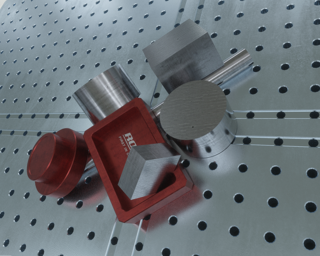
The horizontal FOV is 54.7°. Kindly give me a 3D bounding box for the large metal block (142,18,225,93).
[{"bbox_3d":[0.028,-0.097,0.422,0.080,0.050,0.080,-32,32,7],"label":"large metal block"}]

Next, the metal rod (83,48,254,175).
[{"bbox_3d":[-0.010,-0.013,0.424,0.300,0.025,0.025,-33,52,7],"label":"metal rod"}]

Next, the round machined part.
[{"bbox_3d":[-0.147,0.045,0.431,0.098,0.042,0.098,-22,54,35],"label":"round machined part"}]

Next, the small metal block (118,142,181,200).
[{"bbox_3d":[-0.011,0.045,0.333,0.025,0.050,0.050,40,120,37],"label":"small metal block"}]

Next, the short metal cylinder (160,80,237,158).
[{"bbox_3d":[0.047,-0.010,0.373,0.080,0.050,0.080,-13,56,21],"label":"short metal cylinder"}]

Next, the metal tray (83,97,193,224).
[{"bbox_3d":[-0.030,0.038,0.379,0.090,0.030,0.130,-33,64,7],"label":"metal tray"}]

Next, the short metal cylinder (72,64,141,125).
[{"bbox_3d":[-0.074,-0.046,0.433,0.080,0.050,0.080,-33,8,6],"label":"short metal cylinder"}]
